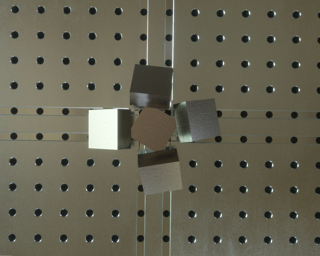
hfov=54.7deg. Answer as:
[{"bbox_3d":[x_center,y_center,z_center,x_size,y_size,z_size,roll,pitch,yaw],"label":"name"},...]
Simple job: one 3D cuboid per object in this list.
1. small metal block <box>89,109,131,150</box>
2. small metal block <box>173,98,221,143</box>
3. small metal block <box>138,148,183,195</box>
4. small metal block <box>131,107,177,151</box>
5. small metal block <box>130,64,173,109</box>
[{"bbox_3d":[-0.065,0.002,0.401,0.050,0.025,0.050,0,90,34],"label":"small metal block"},{"bbox_3d":[0.048,-0.010,0.402,0.050,0.025,0.050,-10,90,-35],"label":"small metal block"},{"bbox_3d":[0.001,0.057,0.401,0.050,0.025,0.050,-9,126,0],"label":"small metal block"},{"bbox_3d":[-0.008,0.001,0.413,0.050,0.025,0.050,31,90,-1],"label":"small metal block"},{"bbox_3d":[-0.011,-0.054,0.401,0.050,0.025,0.050,6,54,0],"label":"small metal block"}]
